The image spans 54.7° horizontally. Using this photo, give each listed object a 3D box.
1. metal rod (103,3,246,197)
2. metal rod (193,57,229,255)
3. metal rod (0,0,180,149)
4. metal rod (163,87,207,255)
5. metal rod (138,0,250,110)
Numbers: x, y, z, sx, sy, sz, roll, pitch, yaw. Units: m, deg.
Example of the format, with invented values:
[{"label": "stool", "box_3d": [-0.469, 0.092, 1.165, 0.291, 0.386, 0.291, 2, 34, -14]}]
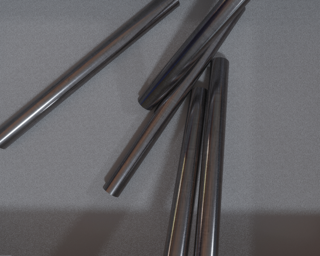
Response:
[{"label": "metal rod", "box_3d": [0.019, -0.039, 0.411, 0.025, 0.025, 0.299, 34, 90, 0]}, {"label": "metal rod", "box_3d": [0.059, 0.048, 0.352, 0.025, 0.025, 0.299, 9, 66, 0]}, {"label": "metal rod", "box_3d": [-0.097, -0.077, 0.410, 0.300, 0.025, 0.025, -40, 90, 0]}, {"label": "metal rod", "box_3d": [0.026, 0.082, 0.344, 0.025, 0.025, 0.300, 12, 62, 0]}, {"label": "metal rod", "box_3d": [0.069, -0.125, 0.336, 0.025, 0.025, 0.299, 44, 121, 0]}]
